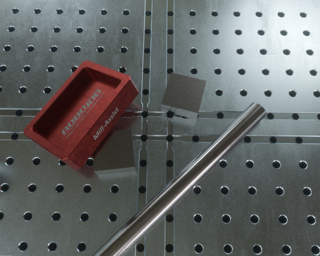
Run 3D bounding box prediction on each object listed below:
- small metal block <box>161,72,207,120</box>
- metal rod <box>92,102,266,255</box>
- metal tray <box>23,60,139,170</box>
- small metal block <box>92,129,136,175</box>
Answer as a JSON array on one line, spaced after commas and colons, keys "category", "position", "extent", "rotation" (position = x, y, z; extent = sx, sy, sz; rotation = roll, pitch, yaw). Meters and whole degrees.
[{"category": "small metal block", "position": [0.033, -0.044, 0.428], "extent": [0.050, 0.025, 0.050], "rotation": [15, 71, 5]}, {"category": "metal rod", "position": [0.025, 0.072, 0.385], "extent": [0.301, 0.025, 0.025], "rotation": [-42, 75, -14]}, {"category": "metal tray", "position": [-0.100, -0.022, 0.399], "extent": [0.090, 0.030, 0.130], "rotation": [25, 70, 31]}, {"category": "small metal block", "position": [-0.059, 0.031, 0.400], "extent": [0.050, 0.025, 0.050], "rotation": [-6, 70, -3]}]
